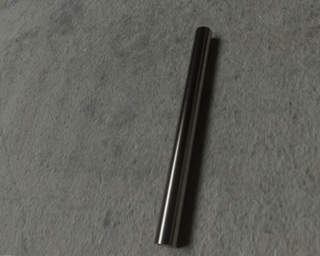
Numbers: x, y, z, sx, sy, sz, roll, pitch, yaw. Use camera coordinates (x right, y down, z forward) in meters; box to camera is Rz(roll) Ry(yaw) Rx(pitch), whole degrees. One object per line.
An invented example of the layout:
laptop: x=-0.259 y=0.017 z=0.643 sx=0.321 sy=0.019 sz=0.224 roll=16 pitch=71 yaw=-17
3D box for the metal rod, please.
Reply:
metal rod: x=0.035 y=-0.008 z=0.389 sx=0.025 sy=0.025 sz=0.300 roll=-2 pitch=61 yaw=27
